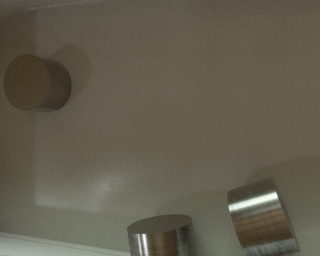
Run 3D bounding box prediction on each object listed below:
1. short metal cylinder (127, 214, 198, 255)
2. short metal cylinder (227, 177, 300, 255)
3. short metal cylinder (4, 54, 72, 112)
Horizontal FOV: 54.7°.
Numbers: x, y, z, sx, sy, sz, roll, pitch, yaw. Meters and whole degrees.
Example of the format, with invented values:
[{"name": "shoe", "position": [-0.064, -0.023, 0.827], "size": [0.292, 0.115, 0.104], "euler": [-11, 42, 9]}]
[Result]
[{"name": "short metal cylinder", "position": [0.003, 0.142, 0.379], "size": [0.080, 0.080, 0.050], "euler": [-9, 87, 19]}, {"name": "short metal cylinder", "position": [0.113, 0.100, 0.341], "size": [0.050, 0.080, 0.080], "euler": [-22, 83, 18]}, {"name": "short metal cylinder", "position": [-0.180, -0.064, 0.459], "size": [0.080, 0.050, 0.079], "euler": [0, 90, 19]}]
